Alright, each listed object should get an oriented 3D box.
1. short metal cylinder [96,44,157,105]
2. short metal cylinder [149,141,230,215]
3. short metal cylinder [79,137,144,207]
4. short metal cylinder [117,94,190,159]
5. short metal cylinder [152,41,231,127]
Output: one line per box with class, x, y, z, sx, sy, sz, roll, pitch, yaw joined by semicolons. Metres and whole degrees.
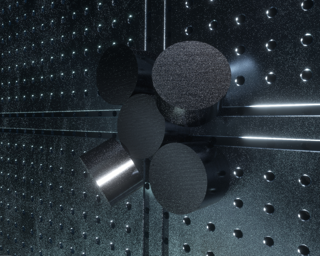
short metal cylinder;-0.042;-0.070;0.425;0.080;0.050;0.079;0;90;39
short metal cylinder;0.034;0.056;0.363;0.080;0.050;0.079;0;90;39
short metal cylinder;-0.066;0.059;0.418;0.080;0.050;0.080;50;161;25
short metal cylinder;-0.009;-0.002;0.398;0.080;0.050;0.079;0;90;39
short metal cylinder;0.033;-0.047;0.338;0.080;0.050;0.080;-1;70;2
